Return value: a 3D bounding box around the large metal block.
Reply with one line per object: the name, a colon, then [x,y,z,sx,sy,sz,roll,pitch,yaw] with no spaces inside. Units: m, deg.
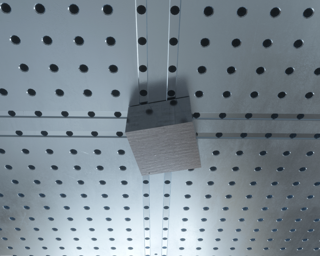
large metal block: [0.007,0.012,0.404,0.080,0.050,0.080,-9,130,8]
